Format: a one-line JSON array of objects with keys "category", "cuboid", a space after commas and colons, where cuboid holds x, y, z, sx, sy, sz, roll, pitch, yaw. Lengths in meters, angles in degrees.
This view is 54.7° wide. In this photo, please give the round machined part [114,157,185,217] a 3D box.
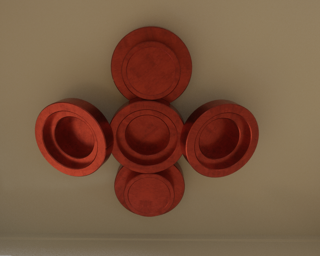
[{"category": "round machined part", "cuboid": [-0.015, 0.083, 0.431, 0.099, 0.042, 0.097, 0, 110, 0]}]

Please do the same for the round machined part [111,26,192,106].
[{"category": "round machined part", "cuboid": [-0.010, -0.071, 0.374, 0.099, 0.042, 0.097, 0, 110, 0]}]

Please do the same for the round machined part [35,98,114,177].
[{"category": "round machined part", "cuboid": [-0.104, 0.009, 0.394, 0.098, 0.042, 0.097, 6, 111, 16]}]

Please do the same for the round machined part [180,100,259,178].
[{"category": "round machined part", "cuboid": [0.072, 0.011, 0.396, 0.099, 0.042, 0.097, -6, 111, -16]}]

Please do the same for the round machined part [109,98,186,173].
[{"category": "round machined part", "cuboid": [-0.016, 0.006, 0.402, 0.099, 0.042, 0.097, 0, 110, 0]}]
